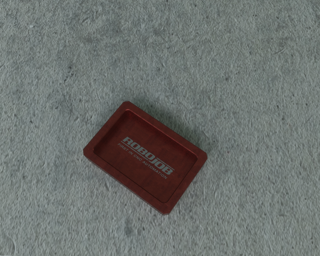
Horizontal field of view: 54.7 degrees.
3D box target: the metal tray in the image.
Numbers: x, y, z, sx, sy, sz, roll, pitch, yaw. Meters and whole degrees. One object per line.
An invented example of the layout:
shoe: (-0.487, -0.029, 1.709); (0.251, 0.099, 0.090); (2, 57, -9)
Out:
metal tray: (-0.018, 0.036, 0.393); (0.130, 0.030, 0.090); (34, 73, 11)
